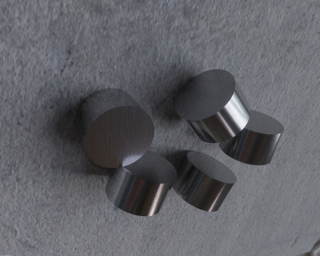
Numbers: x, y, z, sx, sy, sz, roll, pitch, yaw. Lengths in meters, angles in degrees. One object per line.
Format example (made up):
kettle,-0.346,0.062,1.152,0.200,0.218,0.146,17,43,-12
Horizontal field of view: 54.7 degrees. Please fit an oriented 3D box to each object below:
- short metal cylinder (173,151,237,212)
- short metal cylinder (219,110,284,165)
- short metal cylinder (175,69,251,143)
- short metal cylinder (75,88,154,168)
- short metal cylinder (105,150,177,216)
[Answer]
short metal cylinder,0.065,0.077,0.456,0.081,0.080,0.050,14,111,-34
short metal cylinder,0.132,0.011,0.453,0.081,0.080,0.050,-3,120,-27
short metal cylinder,0.067,-0.028,0.392,0.080,0.080,0.050,-43,130,1
short metal cylinder,-0.054,0.000,0.362,0.081,0.050,0.079,-14,124,-21
short metal cylinder,-0.025,0.067,0.401,0.081,0.080,0.050,9,114,-33
